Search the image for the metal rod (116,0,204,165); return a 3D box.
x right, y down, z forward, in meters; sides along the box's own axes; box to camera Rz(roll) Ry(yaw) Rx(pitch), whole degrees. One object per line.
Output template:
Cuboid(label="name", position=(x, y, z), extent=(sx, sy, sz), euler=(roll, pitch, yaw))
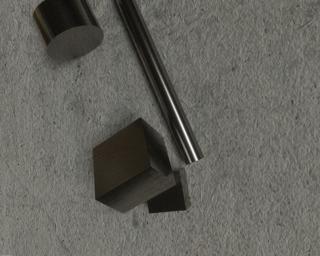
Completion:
Cuboid(label="metal rod", position=(-0.013, -0.094, 0.413), extent=(0.025, 0.025, 0.299), euler=(-25, 82, 18))

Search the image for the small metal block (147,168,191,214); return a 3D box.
Cuboid(label="small metal block", position=(0.009, 0.082, 0.406), extent=(0.050, 0.025, 0.050), euler=(-11, 87, 19))

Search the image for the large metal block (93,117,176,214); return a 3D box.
Cuboid(label="large metal block", position=(-0.035, 0.047, 0.388), extent=(0.080, 0.050, 0.080), euler=(-32, 43, 17))

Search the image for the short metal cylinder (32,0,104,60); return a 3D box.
Cuboid(label="short metal cylinder", position=(-0.125, -0.136, 0.424), extent=(0.080, 0.080, 0.050), euler=(-29, 81, 18))
